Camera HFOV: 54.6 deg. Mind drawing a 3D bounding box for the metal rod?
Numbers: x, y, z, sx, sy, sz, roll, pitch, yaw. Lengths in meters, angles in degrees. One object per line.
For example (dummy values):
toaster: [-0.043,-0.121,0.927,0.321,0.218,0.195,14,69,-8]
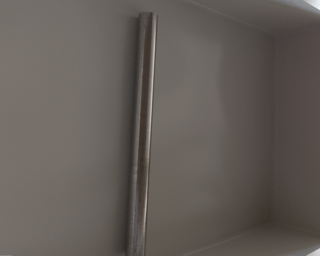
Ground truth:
metal rod: [-0.023,0.007,0.386,0.025,0.025,0.298,5,87,-40]
